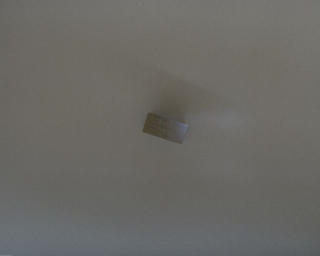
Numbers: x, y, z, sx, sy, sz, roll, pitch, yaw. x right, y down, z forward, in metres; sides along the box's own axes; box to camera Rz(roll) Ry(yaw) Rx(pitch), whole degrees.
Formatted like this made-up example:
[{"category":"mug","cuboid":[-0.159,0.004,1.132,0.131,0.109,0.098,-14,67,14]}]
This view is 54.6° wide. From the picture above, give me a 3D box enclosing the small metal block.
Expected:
[{"category":"small metal block","cuboid":[0.006,0.000,0.399,0.050,0.050,0.025,18,90,0]}]
